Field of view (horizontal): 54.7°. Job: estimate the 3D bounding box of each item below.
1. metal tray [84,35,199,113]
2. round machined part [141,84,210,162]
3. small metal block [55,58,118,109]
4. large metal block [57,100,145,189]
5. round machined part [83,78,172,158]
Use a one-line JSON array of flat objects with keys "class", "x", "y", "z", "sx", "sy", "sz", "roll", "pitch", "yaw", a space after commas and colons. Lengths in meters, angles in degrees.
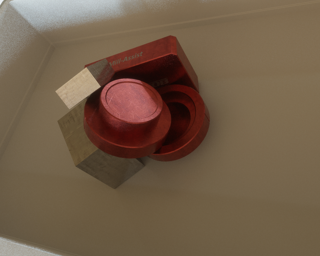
[{"class": "metal tray", "x": -0.024, "y": -0.063, "z": 0.411, "sx": 0.130, "sy": 0.090, "sz": 0.030, "roll": -14, "pitch": 57, "yaw": 20}, {"class": "round machined part", "x": 0.015, "y": -0.003, "z": 0.387, "sx": 0.098, "sy": 0.042, "sz": 0.098, "roll": -13, "pitch": 56, "yaw": 20}, {"class": "small metal block", "x": -0.084, "y": -0.052, "z": 0.359, "sx": 0.050, "sy": 0.025, "sz": 0.050, "roll": -30, "pitch": 12, "yaw": 24}, {"class": "large metal block", "x": -0.074, "y": 0.020, "z": 0.394, "sx": 0.050, "sy": 0.080, "sz": 0.080, "roll": -38, "pitch": 51, "yaw": 3}, {"class": "round machined part", "x": -0.034, "y": -0.018, "z": 0.346, "sx": 0.099, "sy": 0.042, "sz": 0.098, "roll": 9, "pitch": 48, "yaw": -10}]
